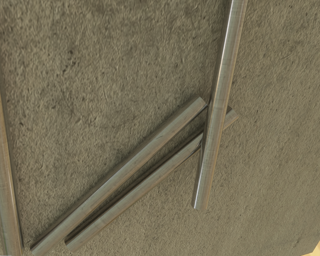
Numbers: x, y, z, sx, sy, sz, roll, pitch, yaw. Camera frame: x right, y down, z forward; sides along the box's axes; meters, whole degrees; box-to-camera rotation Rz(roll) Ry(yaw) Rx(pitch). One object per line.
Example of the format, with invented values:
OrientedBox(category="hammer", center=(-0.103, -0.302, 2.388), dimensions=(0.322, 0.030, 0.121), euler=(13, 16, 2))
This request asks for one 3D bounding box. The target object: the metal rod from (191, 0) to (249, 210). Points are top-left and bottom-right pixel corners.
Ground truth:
OrientedBox(category="metal rod", center=(0.075, -0.025, 0.407), dimensions=(0.025, 0.025, 0.298), euler=(-4, 113, -27))

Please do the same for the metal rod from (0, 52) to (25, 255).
OrientedBox(category="metal rod", center=(-0.171, 0.029, 0.331), dimensions=(0.025, 0.025, 0.298), euler=(-7, 122, -25))

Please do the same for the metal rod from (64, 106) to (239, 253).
OrientedBox(category="metal rod", center=(-0.011, 0.072, 0.444), dimensions=(0.300, 0.025, 0.025), euler=(-39, 129, -2))

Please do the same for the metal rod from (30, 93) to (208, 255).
OrientedBox(category="metal rod", center=(-0.055, 0.064, 0.415), dimensions=(0.300, 0.025, 0.025), euler=(-43, 129, 1))
